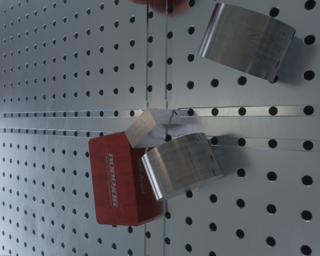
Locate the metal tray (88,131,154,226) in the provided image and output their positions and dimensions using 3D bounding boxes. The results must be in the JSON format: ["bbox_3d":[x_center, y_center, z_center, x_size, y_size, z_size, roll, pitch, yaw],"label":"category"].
[{"bbox_3d":[-0.060,0.074,0.456,0.090,0.030,0.129,-12,82,39],"label":"metal tray"}]

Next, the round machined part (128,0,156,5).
[{"bbox_3d":[-0.014,-0.213,0.410,0.098,0.042,0.097,0,90,40],"label":"round machined part"}]

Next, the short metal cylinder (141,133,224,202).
[{"bbox_3d":[0.025,0.045,0.353,0.080,0.081,0.050,-34,69,35],"label":"short metal cylinder"}]

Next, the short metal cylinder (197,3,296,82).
[{"bbox_3d":[0.083,-0.083,0.305,0.080,0.081,0.050,32,110,35],"label":"short metal cylinder"}]

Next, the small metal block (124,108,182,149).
[{"bbox_3d":[-0.009,0.001,0.400,0.050,0.050,0.025,-45,63,30],"label":"small metal block"}]
